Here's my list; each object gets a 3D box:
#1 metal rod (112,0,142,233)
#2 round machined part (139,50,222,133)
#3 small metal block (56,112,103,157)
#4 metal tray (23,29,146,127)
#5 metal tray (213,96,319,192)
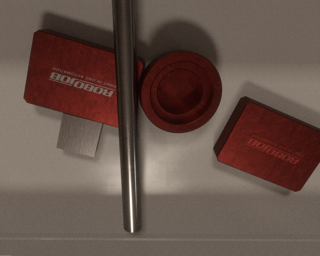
[{"bbox_3d":[-0.038,-0.003,0.377,0.025,0.025,0.298,0,111,0],"label":"metal rod"},{"bbox_3d":[0.022,-0.046,0.379,0.099,0.042,0.097,-4,110,-11],"label":"round machined part"},{"bbox_3d":[-0.105,0.006,0.412,0.050,0.025,0.050,15,109,-6],"label":"small metal block"},{"bbox_3d":[-0.093,-0.060,0.385,0.131,0.030,0.089,16,109,-6],"label":"metal tray"},{"bbox_3d":[0.151,0.023,0.419,0.131,0.030,0.089,22,108,-9],"label":"metal tray"}]
